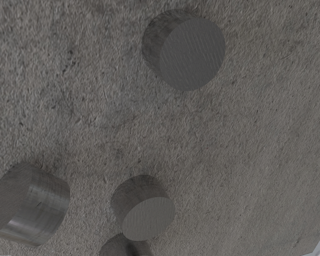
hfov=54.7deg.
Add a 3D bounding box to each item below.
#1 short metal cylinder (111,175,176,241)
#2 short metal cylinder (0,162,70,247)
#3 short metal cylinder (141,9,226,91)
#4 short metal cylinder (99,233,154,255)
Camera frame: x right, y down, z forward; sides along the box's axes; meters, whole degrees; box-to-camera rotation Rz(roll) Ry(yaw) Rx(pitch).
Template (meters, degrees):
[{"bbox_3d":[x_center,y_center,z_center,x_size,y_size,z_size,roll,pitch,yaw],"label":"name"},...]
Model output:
[{"bbox_3d":[-0.025,0.115,0.448,0.081,0.050,0.079,-14,124,-21],"label":"short metal cylinder"},{"bbox_3d":[-0.147,0.084,0.343,0.080,0.080,0.050,-46,129,4],"label":"short metal cylinder"},{"bbox_3d":[0.026,-0.088,0.350,0.081,0.050,0.079,-14,124,-21],"label":"short metal cylinder"},{"bbox_3d":[-0.051,0.213,0.494,0.081,0.050,0.079,-14,124,-21],"label":"short metal cylinder"}]
